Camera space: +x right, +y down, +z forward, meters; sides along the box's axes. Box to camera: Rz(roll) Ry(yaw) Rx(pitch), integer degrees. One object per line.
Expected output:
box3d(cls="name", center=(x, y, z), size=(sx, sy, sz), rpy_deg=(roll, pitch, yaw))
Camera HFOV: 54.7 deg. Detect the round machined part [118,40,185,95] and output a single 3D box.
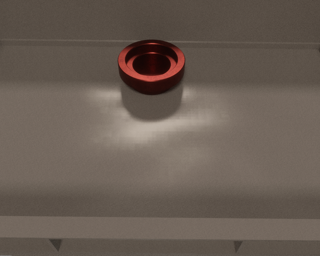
box3d(cls="round machined part", center=(-0.012, -0.088, 0.468), size=(0.099, 0.042, 0.098), rpy_deg=(0, 50, 0))
